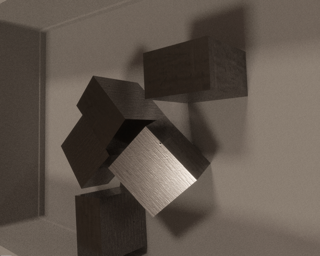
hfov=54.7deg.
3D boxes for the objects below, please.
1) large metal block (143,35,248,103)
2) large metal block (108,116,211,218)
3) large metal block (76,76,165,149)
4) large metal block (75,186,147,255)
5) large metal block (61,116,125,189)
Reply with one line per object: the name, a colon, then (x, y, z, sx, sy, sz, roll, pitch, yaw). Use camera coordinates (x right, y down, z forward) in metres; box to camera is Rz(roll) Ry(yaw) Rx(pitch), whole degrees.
large metal block: (0.039, -0.058, 0.337, 0.080, 0.081, 0.050, -4, 88, 39)
large metal block: (-0.001, 0.046, 0.374, 0.080, 0.050, 0.080, 47, 119, 7)
large metal block: (-0.049, -0.020, 0.409, 0.080, 0.081, 0.050, 51, 120, 27)
large metal block: (-0.065, 0.127, 0.422, 0.050, 0.081, 0.080, -5, 87, 39)
large metal block: (-0.095, 0.032, 0.466, 0.080, 0.050, 0.080, -48, 62, 29)
